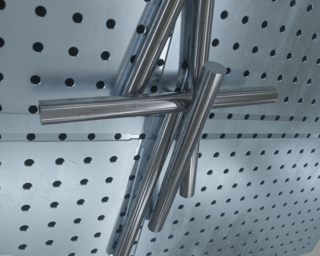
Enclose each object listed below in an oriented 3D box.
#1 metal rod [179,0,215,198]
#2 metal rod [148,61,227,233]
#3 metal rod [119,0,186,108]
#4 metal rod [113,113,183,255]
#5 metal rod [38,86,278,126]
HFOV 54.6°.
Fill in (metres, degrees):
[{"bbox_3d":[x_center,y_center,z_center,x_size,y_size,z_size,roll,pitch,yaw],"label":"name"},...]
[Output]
[{"bbox_3d":[0.046,-0.024,0.420,0.025,0.025,0.298,-12,124,-22],"label":"metal rod"},{"bbox_3d":[0.024,0.049,0.411,0.025,0.025,0.298,-6,134,-25],"label":"metal rod"},{"bbox_3d":[0.022,-0.153,0.327,0.025,0.025,0.298,14,111,-34],"label":"metal rod"},{"bbox_3d":[-0.022,0.092,0.455,0.025,0.025,0.298,6,116,-31],"label":"metal rod"},{"bbox_3d":[0.019,-0.030,0.367,0.302,0.025,0.025,-7,121,-25],"label":"metal rod"}]
